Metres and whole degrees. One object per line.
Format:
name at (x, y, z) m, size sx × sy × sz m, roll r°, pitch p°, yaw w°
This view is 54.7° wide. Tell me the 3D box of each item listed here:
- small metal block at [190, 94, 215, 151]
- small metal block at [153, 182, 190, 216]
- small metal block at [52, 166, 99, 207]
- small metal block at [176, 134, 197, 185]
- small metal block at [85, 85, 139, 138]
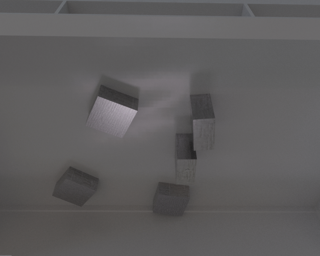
small metal block at (0.052, -0.008, 0.387) m, size 0.025 × 0.050 × 0.050 m, roll -4°, pitch 130°, yaw 3°
small metal block at (0.018, 0.117, 0.509) m, size 0.050 × 0.025 × 0.050 m, roll 9°, pitch 130°, yaw -8°
small metal block at (-0.132, 0.093, 0.487) m, size 0.050 × 0.025 × 0.050 m, roll 29°, pitch 124°, yaw -23°
small metal block at (0.035, 0.043, 0.429) m, size 0.025 × 0.050 × 0.050 m, roll 0°, pitch 130°, yaw 0°
small metal block at (-0.061, -0.020, 0.391) m, size 0.050 × 0.025 × 0.050 m, roll 20°, pitch 127°, yaw -17°
